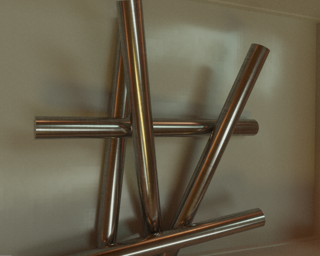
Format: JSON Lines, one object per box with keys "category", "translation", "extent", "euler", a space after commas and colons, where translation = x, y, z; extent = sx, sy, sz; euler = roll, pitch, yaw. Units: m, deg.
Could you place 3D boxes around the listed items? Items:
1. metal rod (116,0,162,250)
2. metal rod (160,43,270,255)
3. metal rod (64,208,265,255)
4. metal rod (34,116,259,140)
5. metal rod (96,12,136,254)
{"category": "metal rod", "translation": [-0.019, 0.015, 0.354], "extent": [0.025, 0.025, 0.298], "euler": [-13, 113, -20]}
{"category": "metal rod", "translation": [0.069, 0.034, 0.405], "extent": [0.025, 0.025, 0.299], "euler": [22, 94, -19]}
{"category": "metal rod", "translation": [-0.010, 0.142, 0.375], "extent": [0.302, 0.025, 0.025], "euler": [-9, 93, -16]}
{"category": "metal rod", "translation": [0.004, 0.000, 0.391], "extent": [0.303, 0.025, 0.025], "euler": [0, 90, -28]}
{"category": "metal rod", "translation": [-0.053, 0.004, 0.390], "extent": [0.025, 0.025, 0.298], "euler": [6, 88, -20]}
